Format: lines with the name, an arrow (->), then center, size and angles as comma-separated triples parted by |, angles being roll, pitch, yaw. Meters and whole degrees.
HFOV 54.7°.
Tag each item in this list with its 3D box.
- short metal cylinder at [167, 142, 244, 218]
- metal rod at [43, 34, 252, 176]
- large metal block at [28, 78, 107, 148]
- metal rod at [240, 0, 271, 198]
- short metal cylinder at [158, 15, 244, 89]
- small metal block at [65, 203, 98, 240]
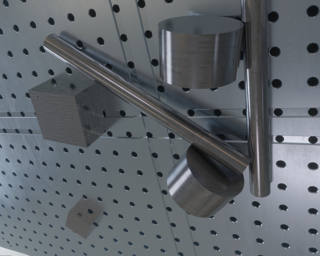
short metal cylinder -> 0.056, 0.063, 0.385 | 0.080, 0.080, 0.050 | 37, 129, 4
metal rod -> -0.024, -0.035, 0.389 | 0.301, 0.025, 0.025 | 33, 129, 11
large metal block -> -0.131, -0.024, 0.449 | 0.080, 0.050, 0.079 | 9, 122, 23
metal rod -> 0.102, -0.051, 0.326 | 0.025, 0.025, 0.298 | 3, 120, 26
short metal cylinder -> 0.039, -0.078, 0.307 | 0.080, 0.080, 0.050 | 12, 124, 22
small metal block -> -0.154, 0.182, 0.605 | 0.050, 0.025, 0.050 | 30, 128, 8
